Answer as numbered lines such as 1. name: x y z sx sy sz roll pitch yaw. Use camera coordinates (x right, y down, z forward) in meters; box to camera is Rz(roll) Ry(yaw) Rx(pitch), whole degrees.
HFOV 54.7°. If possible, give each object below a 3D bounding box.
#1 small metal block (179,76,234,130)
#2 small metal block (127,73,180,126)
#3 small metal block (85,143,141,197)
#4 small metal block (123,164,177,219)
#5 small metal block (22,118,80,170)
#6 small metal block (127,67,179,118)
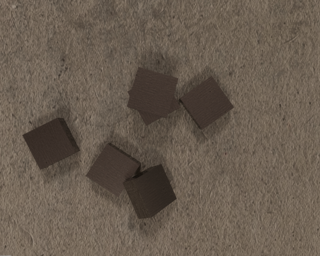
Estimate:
1. small metal block: 0.061 -0.033 0.411 0.050 0.025 0.050 -35 90 0
2. small metal block: -0.008 -0.037 0.410 0.050 0.025 0.050 -28 90 -1
3. small metal block: -0.061 0.054 0.409 0.050 0.025 0.050 33 90 0
4. small metal block: -0.012 0.080 0.396 0.050 0.025 0.050 -24 91 -45
5. small metal block: -0.142 0.020 0.408 0.050 0.025 0.050 -27 90 -1
6. small metal block: -0.009 -0.043 0.385 0.050 0.025 0.050 16 90 -1
